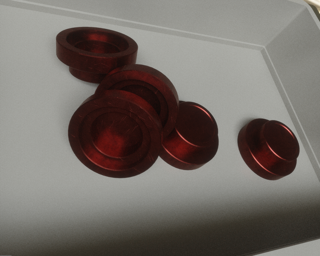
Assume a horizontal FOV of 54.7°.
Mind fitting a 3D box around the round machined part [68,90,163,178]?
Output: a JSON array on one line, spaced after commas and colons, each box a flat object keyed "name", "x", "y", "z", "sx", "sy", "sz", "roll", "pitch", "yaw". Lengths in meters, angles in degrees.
[{"name": "round machined part", "x": -0.046, "y": 0.003, "z": 0.340, "sx": 0.098, "sy": 0.097, "sz": 0.042, "roll": 30, "pitch": 26, "yaw": -10}]

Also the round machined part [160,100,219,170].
[{"name": "round machined part", "x": 0.038, "y": 0.003, "z": 0.415, "sx": 0.099, "sy": 0.042, "sz": 0.098, "roll": 14, "pitch": 56, "yaw": -21}]

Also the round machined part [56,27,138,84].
[{"name": "round machined part", "x": -0.079, "y": -0.090, "z": 0.392, "sx": 0.099, "sy": 0.042, "sz": 0.098, "roll": 8, "pitch": 35, "yaw": -6}]

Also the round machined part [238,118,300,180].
[{"name": "round machined part", "x": 0.172, "y": 0.027, "z": 0.474, "sx": 0.099, "sy": 0.042, "sz": 0.098, "roll": 14, "pitch": 56, "yaw": -21}]

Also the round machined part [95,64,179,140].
[{"name": "round machined part", "x": -0.026, "y": -0.030, "z": 0.370, "sx": 0.098, "sy": 0.097, "sz": 0.042, "roll": 30, "pitch": 29, "yaw": -10}]
